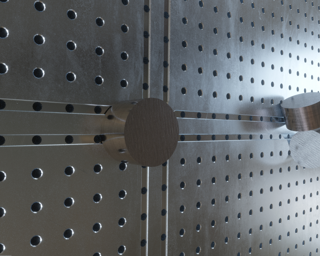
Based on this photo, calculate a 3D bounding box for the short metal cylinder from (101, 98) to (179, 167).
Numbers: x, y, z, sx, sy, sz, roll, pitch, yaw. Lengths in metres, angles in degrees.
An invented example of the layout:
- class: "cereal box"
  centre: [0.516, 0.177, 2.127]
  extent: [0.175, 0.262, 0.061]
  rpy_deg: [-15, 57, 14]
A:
- class: "short metal cylinder"
  centre: [-0.024, 0.005, 0.375]
  extent: [0.081, 0.050, 0.079]
  rpy_deg: [0, 90, -40]

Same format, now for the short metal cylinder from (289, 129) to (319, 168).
- class: "short metal cylinder"
  centre: [0.321, 0.040, 0.647]
  extent: [0.050, 0.080, 0.079]
  rpy_deg: [-9, 96, -40]

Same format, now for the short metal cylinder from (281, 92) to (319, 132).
- class: "short metal cylinder"
  centre: [0.289, -0.033, 0.620]
  extent: [0.081, 0.080, 0.050]
  rpy_deg: [-33, 111, -35]
